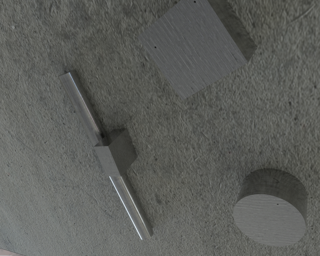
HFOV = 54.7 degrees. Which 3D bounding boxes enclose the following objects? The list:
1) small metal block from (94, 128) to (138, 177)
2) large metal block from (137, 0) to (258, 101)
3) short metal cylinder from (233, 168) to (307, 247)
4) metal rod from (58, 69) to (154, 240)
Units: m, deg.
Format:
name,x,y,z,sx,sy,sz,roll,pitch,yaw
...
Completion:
name,x,y,z,sx,sy,sz,roll,pitch,yaw
small metal block,-0.062,0.034,0.445,0.025,0.050,0.050,-4,116,30
large metal block,0.039,-0.087,0.316,0.080,0.050,0.080,-29,103,37
short metal cylinder,0.136,0.097,0.379,0.080,0.050,0.079,13,124,21
metal rod,-0.076,0.053,0.479,0.025,0.025,0.299,-9,114,32
